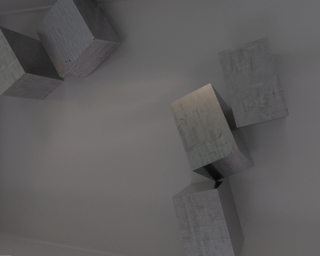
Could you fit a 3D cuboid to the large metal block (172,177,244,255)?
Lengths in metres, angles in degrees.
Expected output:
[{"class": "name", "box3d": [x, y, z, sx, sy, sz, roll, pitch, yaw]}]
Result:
[{"class": "large metal block", "box3d": [0.059, 0.106, 0.360, 0.050, 0.080, 0.080, -16, 85, 19]}]

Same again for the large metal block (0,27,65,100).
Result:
[{"class": "large metal block", "box3d": [-0.201, -0.091, 0.452, 0.050, 0.080, 0.080, -36, 79, 16]}]

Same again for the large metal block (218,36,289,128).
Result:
[{"class": "large metal block", "box3d": [0.105, -0.045, 0.344, 0.050, 0.080, 0.080, -15, 85, 19]}]

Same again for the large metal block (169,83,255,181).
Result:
[{"class": "large metal block", "box3d": [0.060, 0.009, 0.349, 0.050, 0.080, 0.080, -26, 63, 18]}]

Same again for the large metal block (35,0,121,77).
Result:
[{"class": "large metal block", "box3d": [-0.114, -0.126, 0.428, 0.080, 0.050, 0.080, -36, 79, 31]}]
